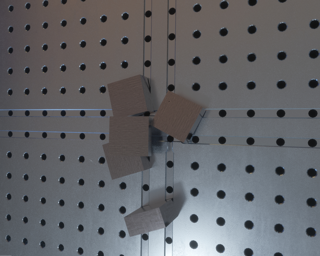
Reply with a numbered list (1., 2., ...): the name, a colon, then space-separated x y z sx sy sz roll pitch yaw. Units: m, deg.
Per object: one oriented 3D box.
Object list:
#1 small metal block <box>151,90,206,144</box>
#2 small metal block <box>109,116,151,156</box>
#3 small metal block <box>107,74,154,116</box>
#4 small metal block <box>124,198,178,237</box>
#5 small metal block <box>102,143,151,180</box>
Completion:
1. small metal block: 0.024 -0.014 0.401 0.050 0.025 0.050 28 91 17
2. small metal block: -0.038 0.011 0.400 0.050 0.025 0.050 0 86 7
3. small metal block: -0.040 -0.041 0.427 0.050 0.025 0.050 -13 86 19
4. small metal block: -0.011 0.116 0.403 0.050 0.050 0.025 -21 83 19
5. small metal block: -0.046 0.040 0.429 0.050 0.025 0.050 -19 84 19
